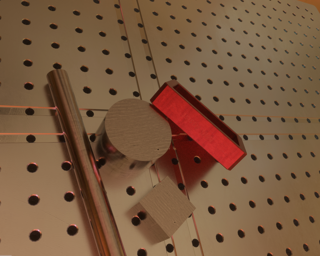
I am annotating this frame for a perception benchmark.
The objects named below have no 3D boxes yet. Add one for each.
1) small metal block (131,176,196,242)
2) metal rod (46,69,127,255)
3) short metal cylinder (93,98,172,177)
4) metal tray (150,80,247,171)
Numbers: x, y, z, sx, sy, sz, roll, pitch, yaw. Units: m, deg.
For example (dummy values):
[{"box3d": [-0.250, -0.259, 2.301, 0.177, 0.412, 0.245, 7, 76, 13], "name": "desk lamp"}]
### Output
[{"box3d": [0.005, 0.092, 0.356, 0.050, 0.025, 0.050, 49, 51, 5], "name": "small metal block"}, {"box3d": [-0.072, 0.065, 0.330, 0.025, 0.025, 0.299, -10, 67, -33], "name": "metal rod"}, {"box3d": [-0.033, 0.012, 0.368, 0.081, 0.050, 0.080, 14, 56, -21], "name": "short metal cylinder"}, {"box3d": [0.053, -0.009, 0.410, 0.130, 0.030, 0.090, 41, 15, 0], "name": "metal tray"}]
